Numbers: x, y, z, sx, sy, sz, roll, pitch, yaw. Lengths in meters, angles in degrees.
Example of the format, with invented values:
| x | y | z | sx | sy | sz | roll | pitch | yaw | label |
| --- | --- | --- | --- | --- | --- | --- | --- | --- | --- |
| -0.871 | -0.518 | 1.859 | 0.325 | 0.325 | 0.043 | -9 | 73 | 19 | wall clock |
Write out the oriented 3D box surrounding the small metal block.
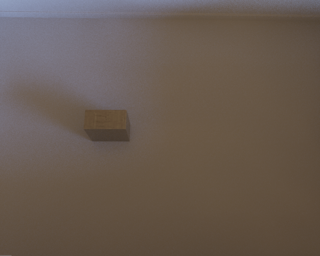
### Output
| x | y | z | sx | sy | sz | roll | pitch | yaw | label |
| --- | --- | --- | --- | --- | --- | --- | --- | --- | --- |
| -0.066 | -0.002 | 0.397 | 0.050 | 0.050 | 0.025 | 0 | 70 | 0 | small metal block |
